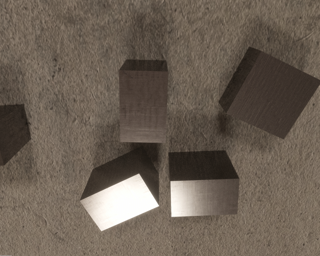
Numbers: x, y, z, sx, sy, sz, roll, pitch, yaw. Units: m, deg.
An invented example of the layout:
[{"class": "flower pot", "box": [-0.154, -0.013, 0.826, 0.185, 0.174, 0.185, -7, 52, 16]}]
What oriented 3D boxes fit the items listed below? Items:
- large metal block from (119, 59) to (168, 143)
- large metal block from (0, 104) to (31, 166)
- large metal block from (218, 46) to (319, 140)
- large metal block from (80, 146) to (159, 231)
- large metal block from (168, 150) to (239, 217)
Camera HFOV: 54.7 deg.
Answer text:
[{"class": "large metal block", "box": [-0.018, -0.035, 0.367, 0.050, 0.080, 0.079, 1, 110, -1]}, {"class": "large metal block", "box": [-0.219, 0.008, 0.380, 0.081, 0.080, 0.050, -3, 110, 1]}, {"class": "large metal block", "box": [0.131, -0.044, 0.382, 0.080, 0.050, 0.079, 23, 108, -9]}, {"class": "large metal block", "box": [-0.049, 0.076, 0.408, 0.080, 0.080, 0.050, -26, 108, 9]}, {"class": "large metal block", "box": [0.053, 0.070, 0.407, 0.081, 0.080, 0.050, -2, 110, 0]}]
